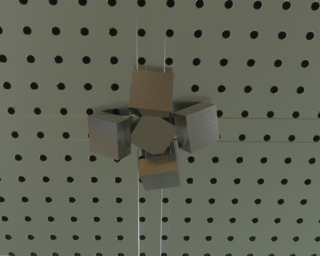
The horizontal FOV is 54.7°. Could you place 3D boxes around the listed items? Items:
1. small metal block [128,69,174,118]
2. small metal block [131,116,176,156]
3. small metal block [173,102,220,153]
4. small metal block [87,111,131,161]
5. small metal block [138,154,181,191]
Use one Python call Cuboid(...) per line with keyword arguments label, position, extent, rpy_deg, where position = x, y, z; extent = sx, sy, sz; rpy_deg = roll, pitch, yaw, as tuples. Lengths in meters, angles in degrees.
Cuboid(label="small metal block", position=(-0.011, -0.042, 0.384), extent=(0.050, 0.025, 0.050), rpy_deg=(6, 74, -3))
Cuboid(label="small metal block", position=(-0.009, 0.005, 0.415), extent=(0.050, 0.025, 0.050), rpy_deg=(30, 107, -11))
Cuboid(label="small metal block", position=(0.048, -0.002, 0.401), extent=(0.050, 0.025, 0.050), rpy_deg=(-22, 113, -30))
Cuboid(label="small metal block", position=(-0.066, 0.009, 0.404), extent=(0.050, 0.025, 0.050), rpy_deg=(13, 114, 32))
Cuboid(label="small metal block", position=(0.000, 0.062, 0.423), extent=(0.050, 0.025, 0.050), rpy_deg=(-8, 146, 3))
